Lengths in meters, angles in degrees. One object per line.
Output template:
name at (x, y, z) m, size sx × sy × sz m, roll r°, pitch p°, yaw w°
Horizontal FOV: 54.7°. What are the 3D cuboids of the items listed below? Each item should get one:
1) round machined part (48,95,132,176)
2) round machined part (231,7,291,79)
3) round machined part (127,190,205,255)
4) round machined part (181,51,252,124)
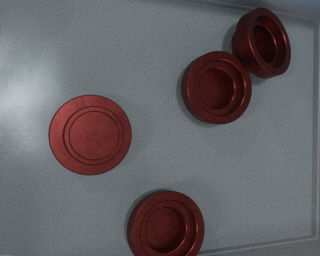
round machined part at (-0.082, 0.009, 0.372) m, size 0.099 × 0.042 × 0.097 m, roll 0°, pitch 90°, yaw -21°
round machined part at (0.141, -0.117, 0.445) m, size 0.099 × 0.042 × 0.098 m, roll 8°, pitch 77°, yaw -35°
round machined part at (0.004, 0.130, 0.400) m, size 0.099 × 0.042 × 0.097 m, roll 3°, pitch 82°, yaw -22°
round machined part at (0.074, -0.054, 0.430) m, size 0.099 × 0.042 × 0.097 m, roll 0°, pitch 91°, yaw -20°
